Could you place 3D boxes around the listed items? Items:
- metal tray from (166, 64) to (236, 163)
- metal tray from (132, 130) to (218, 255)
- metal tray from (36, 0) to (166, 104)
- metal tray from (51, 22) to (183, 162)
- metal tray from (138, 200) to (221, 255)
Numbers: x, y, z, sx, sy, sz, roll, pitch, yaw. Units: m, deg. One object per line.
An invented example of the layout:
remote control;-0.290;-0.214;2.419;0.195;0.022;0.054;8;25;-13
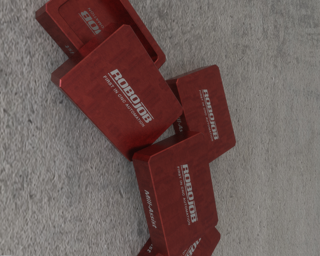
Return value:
metal tray;0.061;-0.018;0.452;0.091;0.030;0.129;-26;107;-37
metal tray;0.023;0.077;0.375;0.091;0.030;0.129;-23;108;-38
metal tray;-0.059;-0.101;0.350;0.130;0.030;0.090;52;60;-27
metal tray;-0.040;-0.035;0.339;0.090;0.030;0.130;-45;128;-11
metal tray;0.023;0.172;0.421;0.130;0.030;0.090;-51;120;-28
